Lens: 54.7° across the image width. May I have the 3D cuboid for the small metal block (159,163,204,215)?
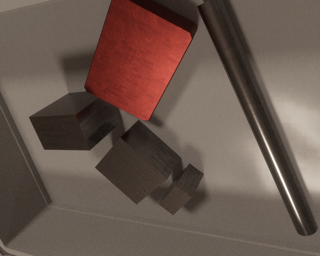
[{"bbox_3d":[0.030,0.084,0.428,0.025,0.050,0.050,38,129,3],"label":"small metal block"}]

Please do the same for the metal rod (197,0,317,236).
[{"bbox_3d":[0.116,0.000,0.347,0.025,0.025,0.299,-17,110,34],"label":"metal rod"}]

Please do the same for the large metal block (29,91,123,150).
[{"bbox_3d":[-0.111,-0.012,0.422,0.080,0.080,0.050,-1,118,28],"label":"large metal block"}]

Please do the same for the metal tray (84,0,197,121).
[{"bbox_3d":[-0.027,-0.079,0.358,0.090,0.030,0.129,27,129,-4],"label":"metal tray"}]

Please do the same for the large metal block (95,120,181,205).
[{"bbox_3d":[-0.032,0.049,0.438,0.080,0.050,0.080,42,129,-2],"label":"large metal block"}]
